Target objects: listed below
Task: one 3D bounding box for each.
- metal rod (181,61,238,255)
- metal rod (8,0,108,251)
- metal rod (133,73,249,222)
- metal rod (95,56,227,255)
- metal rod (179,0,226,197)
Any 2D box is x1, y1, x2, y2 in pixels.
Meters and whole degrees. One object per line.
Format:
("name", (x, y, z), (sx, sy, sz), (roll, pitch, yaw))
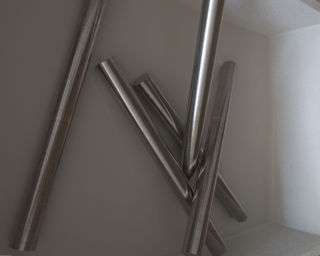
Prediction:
("metal rod", (0.076, 0.023, 0.432), (0.025, 0.025, 0.300), (40, 53, -33))
("metal rod", (-0.099, -0.029, 0.324), (0.025, 0.025, 0.299), (22, 76, -38))
("metal rod", (0.058, 0.044, 0.457), (0.300, 0.025, 0.025), (52, 59, -27))
("metal rod", (0.010, 0.047, 0.395), (0.025, 0.025, 0.299), (-41, 109, -33))
("metal rod", (0.048, -0.040, 0.378), (0.025, 0.025, 0.298), (-16, 122, -39))
